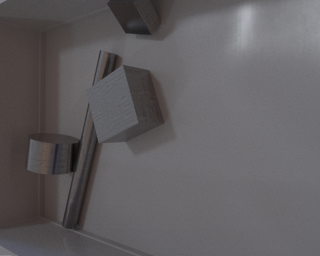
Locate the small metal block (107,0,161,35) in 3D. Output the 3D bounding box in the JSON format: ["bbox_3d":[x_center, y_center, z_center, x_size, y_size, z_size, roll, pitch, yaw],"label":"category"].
[{"bbox_3d":[-0.034,-0.153,0.413,0.050,0.050,0.025,17,65,38],"label":"small metal block"}]

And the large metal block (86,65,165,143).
[{"bbox_3d":[-0.050,-0.030,0.429,0.080,0.050,0.080,-25,74,37],"label":"large metal block"}]

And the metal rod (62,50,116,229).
[{"bbox_3d":[-0.117,0.026,0.500,0.025,0.025,0.298,25,105,37],"label":"metal rod"}]

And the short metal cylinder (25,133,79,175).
[{"bbox_3d":[-0.179,0.041,0.515,0.080,0.081,0.050,15,100,38],"label":"short metal cylinder"}]
